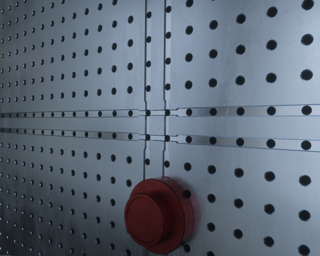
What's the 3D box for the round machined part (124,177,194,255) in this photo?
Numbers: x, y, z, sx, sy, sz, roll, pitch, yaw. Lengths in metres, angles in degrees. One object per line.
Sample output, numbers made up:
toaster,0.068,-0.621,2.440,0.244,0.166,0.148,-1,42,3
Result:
round machined part,-0.008,0.115,0.403,0.098,0.042,0.097,0,90,39
